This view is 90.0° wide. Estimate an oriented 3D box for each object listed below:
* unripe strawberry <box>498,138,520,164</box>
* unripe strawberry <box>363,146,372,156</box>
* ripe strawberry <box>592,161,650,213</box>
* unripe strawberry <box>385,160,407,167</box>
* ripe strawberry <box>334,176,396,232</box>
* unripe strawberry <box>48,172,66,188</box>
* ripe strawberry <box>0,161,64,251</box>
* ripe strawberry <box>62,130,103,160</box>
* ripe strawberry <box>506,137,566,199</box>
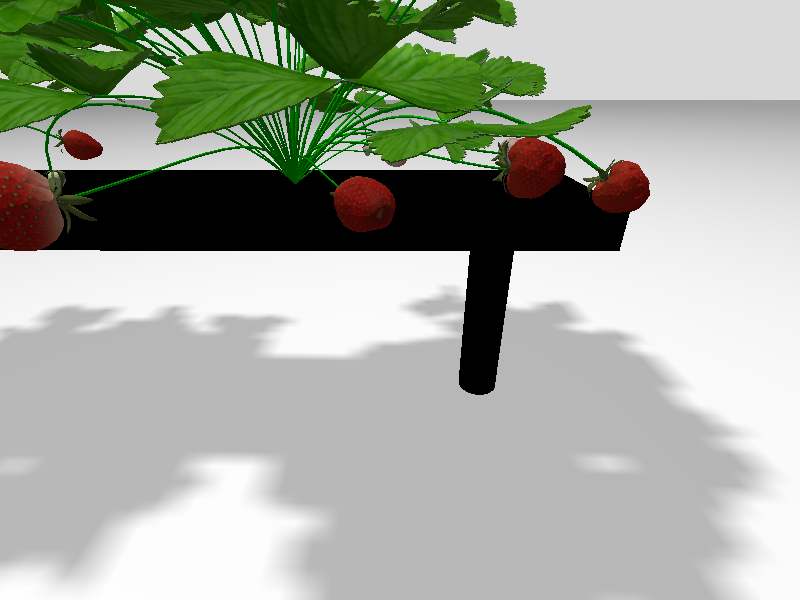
[{"bbox_3d":[0.116,-0.148,0.403,0.029,0.028,0.031,-9,29,-18],"label":"unripe strawberry"},{"bbox_3d":[-0.037,-0.171,0.458,0.010,0.011,0.011,10,30,19],"label":"unripe strawberry"},{"bbox_3d":[0.140,-0.069,0.251,0.031,0.032,0.028,38,35,3],"label":"ripe strawberry"},{"bbox_3d":[-0.002,-0.157,0.418,0.032,0.034,0.035,24,36,38],"label":"unripe strawberry"},{"bbox_3d":[-0.018,-0.052,0.220,0.035,0.030,0.035,-14,32,-25],"label":"ripe strawberry"},{"bbox_3d":[-0.247,-0.087,0.288,0.010,0.011,0.011,-9,29,-17],"label":"unripe strawberry"},{"bbox_3d":[-0.195,-0.044,0.195,0.042,0.044,0.046,17,33,29],"label":"ripe strawberry"},{"bbox_3d":[-0.351,-0.171,0.444,0.035,0.030,0.035,5,21,-38],"label":"ripe strawberry"},{"bbox_3d":[0.096,-0.093,0.285,0.041,0.043,0.038,8,29,14],"label":"ripe strawberry"}]
